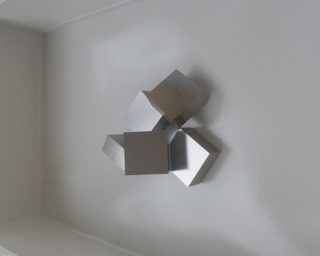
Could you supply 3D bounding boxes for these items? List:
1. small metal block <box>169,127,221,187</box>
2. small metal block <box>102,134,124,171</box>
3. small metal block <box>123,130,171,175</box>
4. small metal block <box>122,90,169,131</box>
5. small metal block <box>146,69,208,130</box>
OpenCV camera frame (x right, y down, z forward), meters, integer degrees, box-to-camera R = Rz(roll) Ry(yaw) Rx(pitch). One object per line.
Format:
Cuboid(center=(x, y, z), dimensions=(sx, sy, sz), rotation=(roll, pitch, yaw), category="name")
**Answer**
Cuboid(center=(0.036, 0.034, 0.373), dimensions=(0.050, 0.025, 0.050), rotation=(42, 115, 31), category="small metal block")
Cuboid(center=(-0.041, 0.032, 0.419), dimensions=(0.050, 0.050, 0.025), rotation=(36, 112, 34), category="small metal block")
Cuboid(center=(-0.015, 0.029, 0.368), dimensions=(0.050, 0.025, 0.050), rotation=(-3, 87, 7), category="small metal block")
Cuboid(center=(-0.016, -0.015, 0.415), dimensions=(0.050, 0.025, 0.050), rotation=(51, 120, 27), category="small metal block")
Cuboid(center=(0.020, -0.035, 0.372), dimensions=(0.050, 0.025, 0.050), rotation=(-42, 60, -6), category="small metal block")
